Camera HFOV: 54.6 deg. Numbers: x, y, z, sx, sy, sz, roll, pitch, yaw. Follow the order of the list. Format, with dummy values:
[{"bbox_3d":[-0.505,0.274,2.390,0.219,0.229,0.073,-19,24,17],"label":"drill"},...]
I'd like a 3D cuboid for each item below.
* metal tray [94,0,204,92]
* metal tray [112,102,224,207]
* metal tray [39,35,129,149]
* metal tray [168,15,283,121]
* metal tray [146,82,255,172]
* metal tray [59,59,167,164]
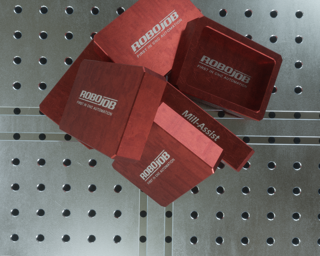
[{"bbox_3d":[-0.007,-0.114,0.392,0.130,0.030,0.090,-44,93,-14],"label":"metal tray"},{"bbox_3d":[0.003,0.038,0.365,0.090,0.129,0.030,38,51,0],"label":"metal tray"},{"bbox_3d":[-0.081,-0.048,0.410,0.090,0.030,0.130,39,90,-1],"label":"metal tray"},{"bbox_3d":[0.083,-0.070,0.387,0.131,0.030,0.090,18,90,-23],"label":"metal tray"},{"bbox_3d":[0.044,-0.003,0.380,0.130,0.090,0.030,38,90,0],"label":"metal tray"},{"bbox_3d":[-0.058,-0.024,0.337,0.030,0.130,0.090,19,90,-42],"label":"metal tray"}]
